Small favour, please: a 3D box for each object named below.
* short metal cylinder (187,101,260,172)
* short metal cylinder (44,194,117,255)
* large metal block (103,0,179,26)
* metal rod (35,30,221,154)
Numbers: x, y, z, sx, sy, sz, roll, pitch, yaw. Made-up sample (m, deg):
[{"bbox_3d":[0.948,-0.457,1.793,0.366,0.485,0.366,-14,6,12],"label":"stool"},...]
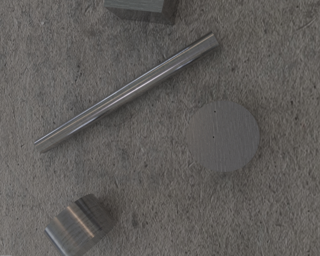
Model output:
[{"bbox_3d":[0.077,0.009,0.368,0.080,0.050,0.080,0,90,20],"label":"short metal cylinder"},{"bbox_3d":[-0.106,0.135,0.417,0.050,0.080,0.080,46,104,14],"label":"short metal cylinder"},{"bbox_3d":[-0.018,-0.185,0.402,0.080,0.050,0.080,13,95,19],"label":"large metal block"},{"bbox_3d":[-0.056,-0.041,0.428,0.300,0.025,0.025,-29,81,17],"label":"metal rod"}]
